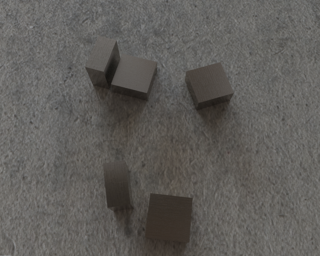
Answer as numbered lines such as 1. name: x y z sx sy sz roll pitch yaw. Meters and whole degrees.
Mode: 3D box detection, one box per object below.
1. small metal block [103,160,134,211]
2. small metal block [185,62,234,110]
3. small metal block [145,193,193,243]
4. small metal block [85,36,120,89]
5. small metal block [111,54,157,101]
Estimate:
1. small metal block: -0.049 0.070 0.369 0.025 0.050 0.050 -9 70 -3
2. small metal block: 0.067 -0.058 0.430 0.050 0.025 0.050 -16 71 -6
3. small metal block: 0.011 0.107 0.369 0.050 0.025 0.050 6 70 2
4. small metal block: -0.077 -0.089 0.426 0.025 0.050 0.050 16 71 5
5. small metal block: -0.035 -0.071 0.434 0.050 0.025 0.050 15 71 5
